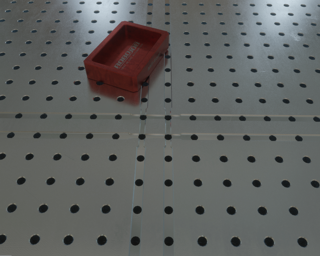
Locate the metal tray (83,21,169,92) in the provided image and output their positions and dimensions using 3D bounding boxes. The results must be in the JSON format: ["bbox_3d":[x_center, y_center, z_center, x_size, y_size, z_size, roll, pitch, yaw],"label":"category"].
[{"bbox_3d":[-0.051,-0.121,0.504,0.090,0.030,0.130,19,52,15],"label":"metal tray"}]
